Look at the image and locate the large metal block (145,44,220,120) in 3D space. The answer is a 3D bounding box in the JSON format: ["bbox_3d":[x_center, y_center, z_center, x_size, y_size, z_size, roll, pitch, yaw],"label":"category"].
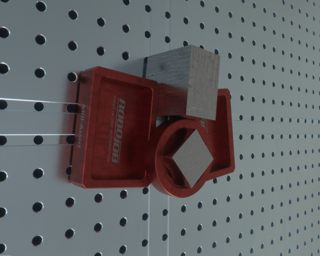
[{"bbox_3d":[0.025,-0.052,0.390,0.050,0.080,0.080,8,85,-40],"label":"large metal block"}]

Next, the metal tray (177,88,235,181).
[{"bbox_3d":[0.068,0.009,0.458,0.091,0.030,0.129,-9,96,-40],"label":"metal tray"}]

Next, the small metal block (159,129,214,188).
[{"bbox_3d":[0.033,0.036,0.377,0.050,0.025,0.050,-47,118,-30],"label":"small metal block"}]

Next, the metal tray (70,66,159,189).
[{"bbox_3d":[-0.049,0.003,0.359,0.091,0.030,0.129,8,85,-40],"label":"metal tray"}]

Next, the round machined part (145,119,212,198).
[{"bbox_3d":[0.019,0.037,0.397,0.099,0.042,0.097,0,90,-40],"label":"round machined part"}]
